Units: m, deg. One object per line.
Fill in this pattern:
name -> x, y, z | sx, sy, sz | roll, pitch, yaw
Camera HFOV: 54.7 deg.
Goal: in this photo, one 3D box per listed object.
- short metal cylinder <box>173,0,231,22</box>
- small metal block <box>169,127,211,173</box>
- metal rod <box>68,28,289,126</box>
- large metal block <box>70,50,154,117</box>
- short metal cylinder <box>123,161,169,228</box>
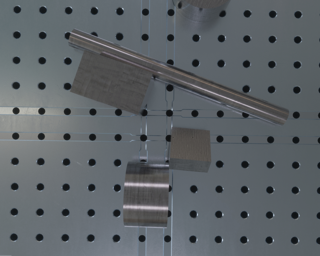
short metal cylinder -> 0.057, -0.185, 0.401 | 0.081, 0.050, 0.079 | 0, 90, 0
small metal block -> 0.038, 0.028, 0.400 | 0.050, 0.025, 0.050 | 6, 49, -1
metal rod -> 0.025, -0.067, 0.413 | 0.301, 0.025, 0.025 | 21, 90, 0
large metal block -> -0.054, -0.051, 0.385 | 0.080, 0.080, 0.050 | 19, 90, 0
short metal cylinder -> -0.016, 0.082, 0.386 | 0.050, 0.080, 0.079 | 2, 90, 0
